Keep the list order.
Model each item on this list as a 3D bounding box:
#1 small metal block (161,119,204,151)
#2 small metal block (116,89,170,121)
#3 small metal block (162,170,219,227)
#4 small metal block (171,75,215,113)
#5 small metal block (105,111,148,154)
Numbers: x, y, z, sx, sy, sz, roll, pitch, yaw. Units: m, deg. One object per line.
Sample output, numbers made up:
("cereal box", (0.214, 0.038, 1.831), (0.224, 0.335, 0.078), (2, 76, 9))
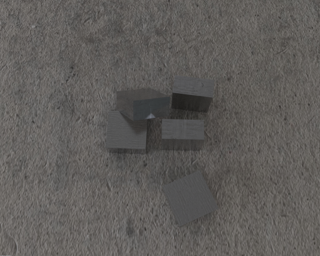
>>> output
("small metal block", (0.027, 0.010, 0.391), (0.050, 0.050, 0.025), (1, 70, 0))
("small metal block", (-0.022, -0.031, 0.396), (0.050, 0.050, 0.025), (-9, 113, -29))
("small metal block", (0.036, 0.086, 0.377), (0.050, 0.025, 0.050), (-22, 72, -8))
("small metal block", (0.042, -0.044, 0.411), (0.050, 0.050, 0.025), (7, 70, 2))
("small metal block", (-0.042, 0.006, 0.405), (0.050, 0.025, 0.050), (2, 70, 1))
